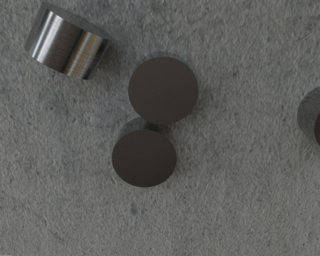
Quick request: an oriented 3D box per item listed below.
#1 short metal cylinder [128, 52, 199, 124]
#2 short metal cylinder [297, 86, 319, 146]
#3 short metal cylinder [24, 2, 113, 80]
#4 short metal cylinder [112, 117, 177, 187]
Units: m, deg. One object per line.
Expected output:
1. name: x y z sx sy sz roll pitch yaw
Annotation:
1. short metal cylinder: 0.004 -0.050 0.378 0.081 0.050 0.079 0 110 -1
2. short metal cylinder: 0.226 -0.012 0.395 0.081 0.050 0.079 0 110 -1
3. short metal cylinder: -0.100 -0.096 0.344 0.080 0.080 0.050 27 108 -10
4. short metal cylinder: -0.020 0.030 0.407 0.081 0.050 0.079 0 110 -1
